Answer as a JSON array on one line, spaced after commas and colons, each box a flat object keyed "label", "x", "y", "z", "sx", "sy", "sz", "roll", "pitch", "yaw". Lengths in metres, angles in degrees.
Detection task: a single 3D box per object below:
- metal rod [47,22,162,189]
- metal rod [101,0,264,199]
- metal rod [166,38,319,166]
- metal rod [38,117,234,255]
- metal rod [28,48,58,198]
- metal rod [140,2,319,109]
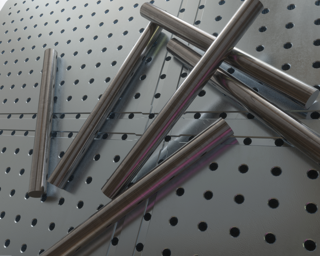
[{"label": "metal rod", "x": -0.077, "y": -0.045, "z": 0.477, "sx": 0.025, "sy": 0.025, "sz": 0.300, "roll": 18, "pitch": 71, "yaw": 35}, {"label": "metal rod", "x": 0.027, "y": -0.035, "z": 0.387, "sx": 0.025, "sy": 0.025, "sz": 0.299, "roll": 39, "pitch": 92, "yaw": 39}, {"label": "metal rod", "x": 0.100, "y": -0.042, "z": 0.381, "sx": 0.025, "sy": 0.025, "sz": 0.300, "roll": -43, "pitch": 51, "yaw": -1}, {"label": "metal rod", "x": -0.039, "y": 0.088, "z": 0.375, "sx": 0.300, "sy": 0.025, "sz": 0.025, "roll": -37, "pitch": 51, "yaw": 3}, {"label": "metal rod", "x": -0.196, "y": -0.027, "z": 0.528, "sx": 0.025, "sy": 0.025, "sz": 0.300, "roll": -21, "pitch": 54, "yaw": 16}, {"label": "metal rod", "x": 0.072, "y": -0.112, "z": 0.423, "sx": 0.025, "sy": 0.025, "sz": 0.300, "roll": -47, "pitch": 56, "yaw": -4}]
